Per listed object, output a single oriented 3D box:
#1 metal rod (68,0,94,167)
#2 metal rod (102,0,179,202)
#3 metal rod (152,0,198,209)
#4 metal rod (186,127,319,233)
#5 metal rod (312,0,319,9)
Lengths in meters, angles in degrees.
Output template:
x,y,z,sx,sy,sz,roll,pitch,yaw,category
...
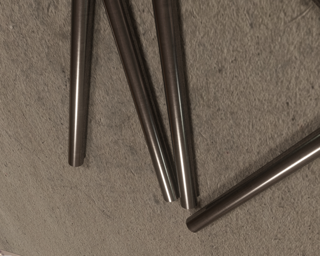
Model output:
x,y,z,sx,sy,sz,roll,pitch,yaw,category
-0.111,-0.062,0.424,0.025,0.025,0.298,23,127,13,metal rod
-0.020,-0.030,0.397,0.025,0.025,0.298,-2,118,28,metal rod
0.022,-0.021,0.381,0.025,0.025,0.298,5,121,25,metal rod
0.128,0.060,0.376,0.025,0.025,0.298,41,129,-1,metal rod
0.192,-0.064,0.266,0.300,0.025,0.025,45,129,-4,metal rod
